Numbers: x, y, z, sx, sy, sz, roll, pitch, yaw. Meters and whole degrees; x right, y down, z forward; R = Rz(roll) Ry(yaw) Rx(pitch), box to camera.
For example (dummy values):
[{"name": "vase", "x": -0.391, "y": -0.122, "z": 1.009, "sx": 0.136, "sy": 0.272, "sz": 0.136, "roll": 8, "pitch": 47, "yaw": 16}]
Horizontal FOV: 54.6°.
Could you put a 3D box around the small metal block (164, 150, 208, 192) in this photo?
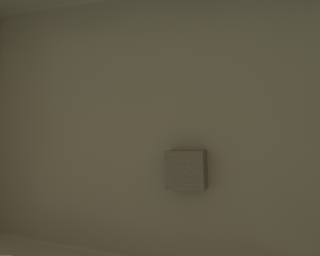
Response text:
[{"name": "small metal block", "x": 0.034, "y": 0.054, "z": 0.399, "sx": 0.050, "sy": 0.025, "sz": 0.050, "roll": -2, "pitch": 89, "yaw": 20}]
